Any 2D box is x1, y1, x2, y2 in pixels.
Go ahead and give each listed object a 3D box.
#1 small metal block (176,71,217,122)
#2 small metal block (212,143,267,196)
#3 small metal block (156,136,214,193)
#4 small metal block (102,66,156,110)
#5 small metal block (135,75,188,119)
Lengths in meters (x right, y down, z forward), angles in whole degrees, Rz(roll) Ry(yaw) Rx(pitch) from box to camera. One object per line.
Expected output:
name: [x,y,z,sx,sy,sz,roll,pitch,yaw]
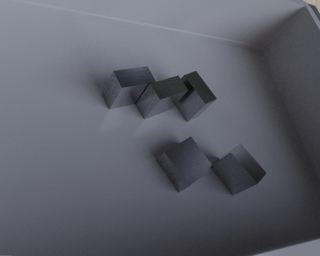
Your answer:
small metal block: [0.045,-0.044,0.443,0.025,0.050,0.050,-26,76,-37]
small metal block: [0.103,0.056,0.413,0.025,0.050,0.050,-34,81,-38]
small metal block: [0.032,0.046,0.397,0.050,0.025,0.050,-28,78,-38]
small metal block: [-0.041,-0.052,0.400,0.050,0.050,0.025,-16,70,-35]
small metal block: [0.002,-0.041,0.417,0.050,0.050,0.025,-22,74,-36]
